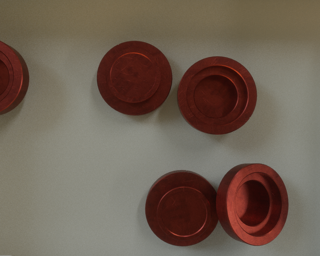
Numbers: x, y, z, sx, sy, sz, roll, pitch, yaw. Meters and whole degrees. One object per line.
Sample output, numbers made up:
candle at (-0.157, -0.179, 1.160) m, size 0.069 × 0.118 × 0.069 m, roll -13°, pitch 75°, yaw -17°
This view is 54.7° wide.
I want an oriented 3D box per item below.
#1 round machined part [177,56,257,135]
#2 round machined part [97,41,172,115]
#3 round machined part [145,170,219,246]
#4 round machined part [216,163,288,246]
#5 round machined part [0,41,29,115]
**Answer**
round machined part at (0.071, -0.040, 0.404) m, size 0.099 × 0.042 × 0.097 m, roll 0°, pitch 90°, yaw -1°
round machined part at (-0.033, -0.065, 0.402) m, size 0.099 × 0.042 × 0.097 m, roll 0°, pitch 90°, yaw -1°
round machined part at (0.030, 0.106, 0.403) m, size 0.099 × 0.042 × 0.097 m, roll 0°, pitch 90°, yaw -1°
round machined part at (0.111, 0.094, 0.392) m, size 0.099 × 0.042 × 0.097 m, roll 3°, pitch 82°, yaw -25°
round machined part at (-0.218, -0.064, 0.400) m, size 0.099 × 0.042 × 0.097 m, roll 0°, pitch 90°, yaw -1°
